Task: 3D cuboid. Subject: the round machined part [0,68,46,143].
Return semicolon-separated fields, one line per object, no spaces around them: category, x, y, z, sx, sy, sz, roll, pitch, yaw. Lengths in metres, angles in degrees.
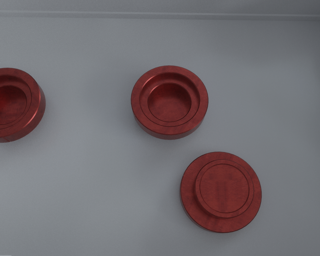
round machined part;-0.200;-0.027;0.409;0.099;0.042;0.098;0;70;0

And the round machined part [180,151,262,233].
round machined part;0.074;0.075;0.373;0.099;0.042;0.098;0;70;0

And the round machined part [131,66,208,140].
round machined part;0.012;-0.030;0.412;0.099;0.042;0.098;0;70;0
